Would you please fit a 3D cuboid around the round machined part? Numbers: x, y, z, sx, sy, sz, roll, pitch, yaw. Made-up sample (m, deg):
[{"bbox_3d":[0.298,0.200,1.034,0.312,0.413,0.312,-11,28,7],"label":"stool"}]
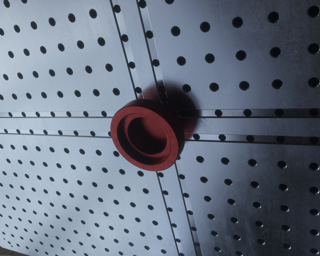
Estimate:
[{"bbox_3d":[-0.013,0.006,0.410,0.098,0.042,0.097,13,124,21],"label":"round machined part"}]
